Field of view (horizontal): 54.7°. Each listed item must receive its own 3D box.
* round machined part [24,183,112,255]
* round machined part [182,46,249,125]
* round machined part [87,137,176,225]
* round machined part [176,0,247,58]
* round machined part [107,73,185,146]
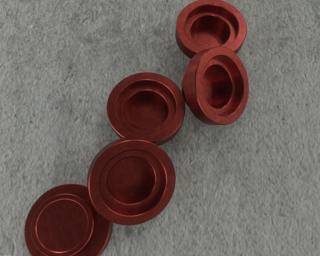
[{"bbox_3d":[-0.107,0.113,0.357,0.099,0.042,0.098,0,70,0],"label":"round machined part"},{"bbox_3d":[0.067,-0.053,0.402,0.099,0.042,0.097,0,90,-37],"label":"round machined part"},{"bbox_3d":[-0.035,0.059,0.362,0.099,0.042,0.097,-2,96,-18],"label":"round machined part"},{"bbox_3d":[0.071,-0.134,0.449,0.099,0.042,0.098,0,70,-1],"label":"round machined part"},{"bbox_3d":[-0.017,-0.020,0.406,0.099,0.042,0.098,0,70,0],"label":"round machined part"}]
